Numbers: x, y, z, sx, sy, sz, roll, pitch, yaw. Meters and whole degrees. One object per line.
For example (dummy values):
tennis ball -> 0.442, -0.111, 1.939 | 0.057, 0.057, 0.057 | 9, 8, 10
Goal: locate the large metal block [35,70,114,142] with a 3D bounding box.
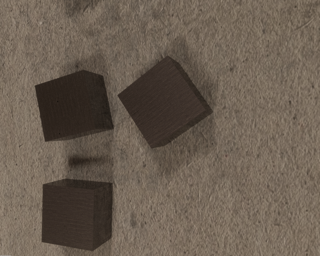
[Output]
large metal block -> -0.120, -0.029, 0.437 | 0.080, 0.050, 0.080 | -13, 86, 19

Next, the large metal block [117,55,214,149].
large metal block -> 0.008, -0.031, 0.392 | 0.080, 0.050, 0.080 | -36, 79, 16

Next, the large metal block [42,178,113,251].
large metal block -> -0.115, 0.118, 0.435 | 0.080, 0.050, 0.079 | 2, 91, 19
